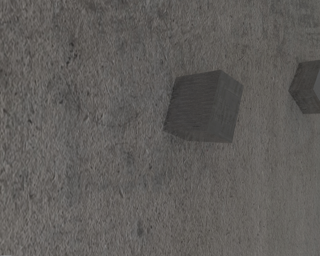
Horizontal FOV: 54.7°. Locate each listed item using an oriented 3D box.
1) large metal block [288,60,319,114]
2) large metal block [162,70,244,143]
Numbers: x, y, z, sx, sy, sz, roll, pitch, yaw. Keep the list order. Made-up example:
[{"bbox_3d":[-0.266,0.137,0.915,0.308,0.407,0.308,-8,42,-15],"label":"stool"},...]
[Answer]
[{"bbox_3d":[0.326,-0.086,0.662,0.080,0.050,0.080,43,64,-32],"label":"large metal block"},{"bbox_3d":[0.057,-0.026,0.417,0.050,0.080,0.080,24,75,-38],"label":"large metal block"}]
